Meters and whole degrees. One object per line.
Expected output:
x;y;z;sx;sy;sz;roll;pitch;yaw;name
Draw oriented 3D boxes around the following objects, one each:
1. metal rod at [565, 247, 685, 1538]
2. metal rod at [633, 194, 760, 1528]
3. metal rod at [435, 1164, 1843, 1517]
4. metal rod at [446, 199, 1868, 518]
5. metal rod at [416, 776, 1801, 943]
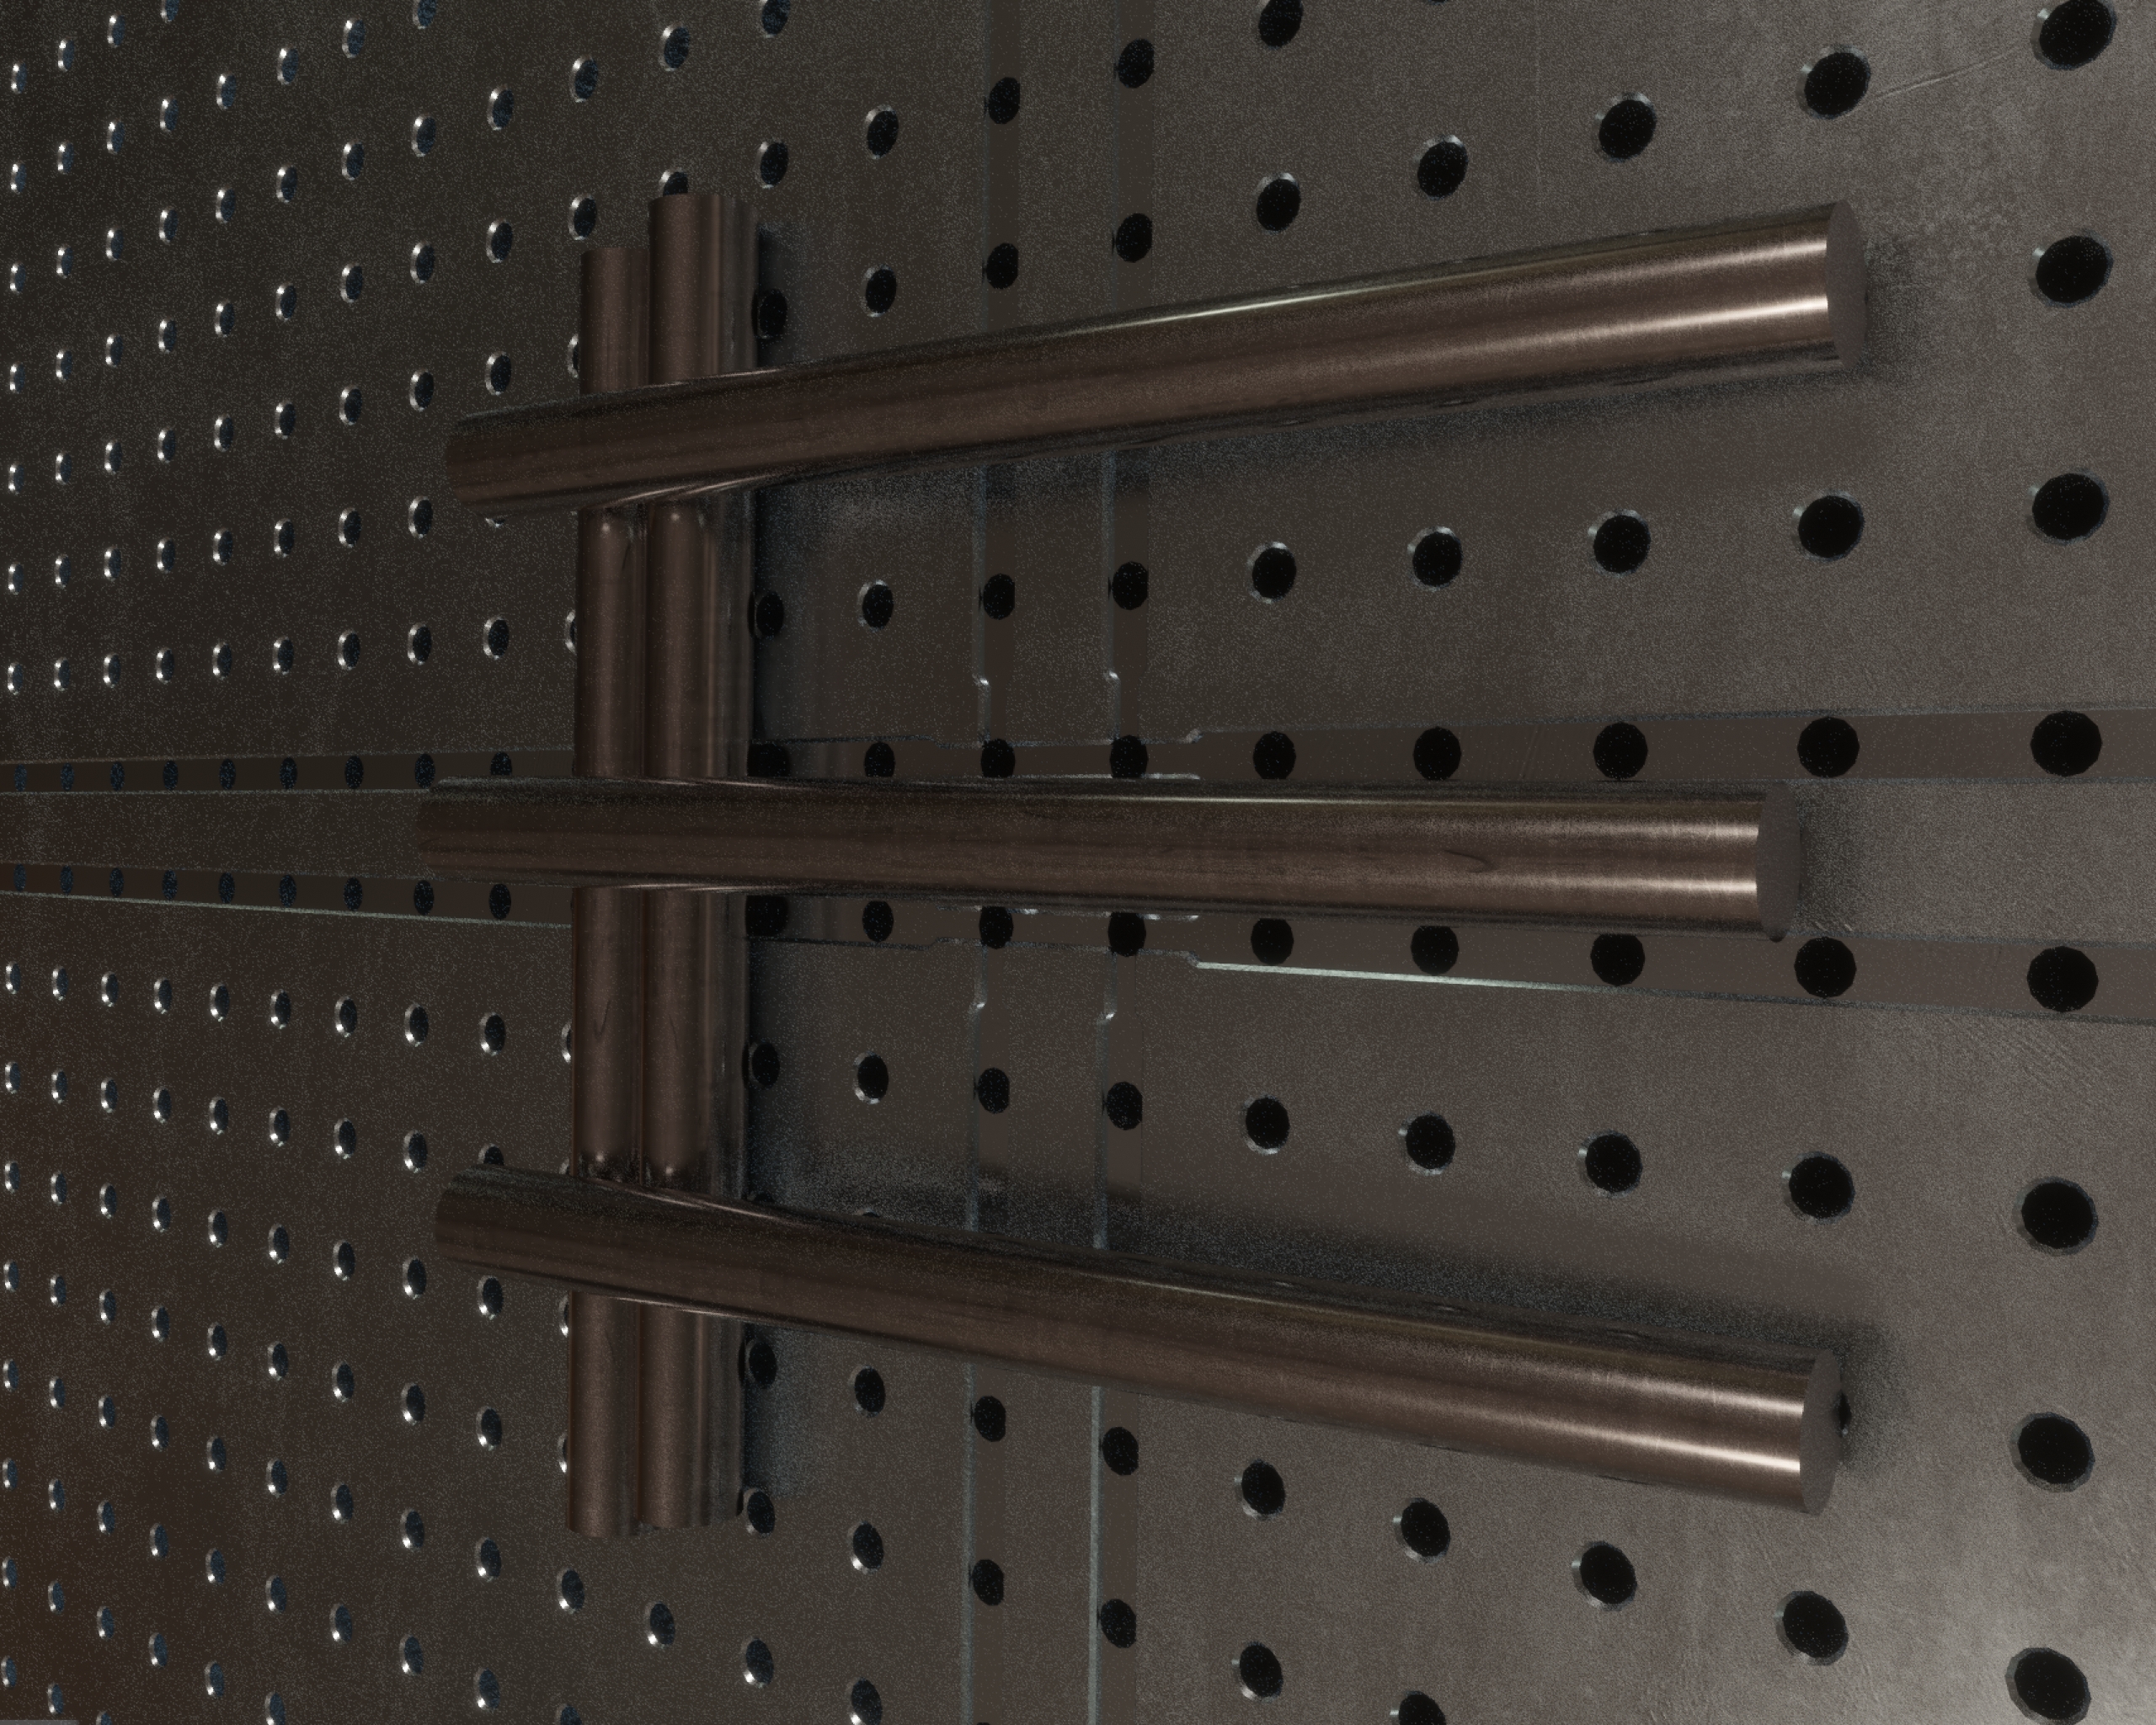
-0.107;0.007;0.494;0.025;0.025;0.298;1;91;39;metal rod
-0.088;0.000;0.478;0.025;0.025;0.298;1;91;39;metal rod
-0.013;0.084;0.399;0.300;0.025;0.025;1;91;33;metal rod
-0.010;-0.089;0.396;0.300;0.025;0.025;1;91;33;metal rod
-0.018;-0.004;0.402;0.300;0.025;0.025;2;91;33;metal rod
